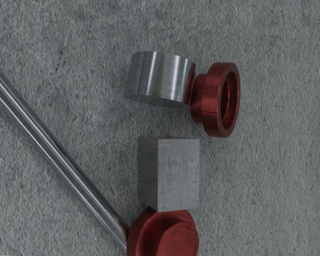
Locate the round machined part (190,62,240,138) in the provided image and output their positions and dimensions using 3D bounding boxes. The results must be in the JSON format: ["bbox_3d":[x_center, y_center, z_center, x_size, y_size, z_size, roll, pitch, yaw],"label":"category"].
[{"bbox_3d":[0.072,-0.037,0.409,0.099,0.042,0.097,-22,115,-58],"label":"round machined part"}]

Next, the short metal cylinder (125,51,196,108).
[{"bbox_3d":[0.001,-0.056,0.380,0.081,0.080,0.050,11,87,-20],"label":"short metal cylinder"}]

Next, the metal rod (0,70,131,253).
[{"bbox_3d":[-0.123,0.030,0.363,0.025,0.025,0.299,-39,103,-16],"label":"metal rod"}]

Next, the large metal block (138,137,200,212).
[{"bbox_3d":[0.008,0.052,0.383,0.050,0.080,0.080,0,90,-20],"label":"large metal block"}]

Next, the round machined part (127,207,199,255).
[{"bbox_3d":[0.011,0.147,0.391,0.099,0.042,0.097,-2,93,-37],"label":"round machined part"}]
